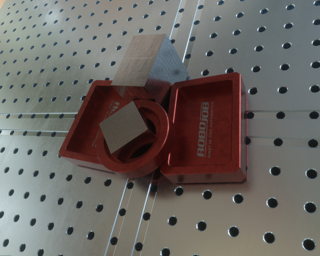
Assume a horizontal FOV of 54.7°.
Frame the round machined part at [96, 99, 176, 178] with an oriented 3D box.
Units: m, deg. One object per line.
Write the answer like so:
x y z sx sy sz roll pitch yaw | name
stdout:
-0.026 0.016 0.384 0.098 0.042 0.098 -13 56 21 | round machined part

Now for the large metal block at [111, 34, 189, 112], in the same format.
-0.010 -0.066 0.414 0.050 0.080 0.080 7 65 31 | large metal block

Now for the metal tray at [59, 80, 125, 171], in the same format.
-0.079 -0.007 0.446 0.090 0.030 0.130 7 65 31 | metal tray

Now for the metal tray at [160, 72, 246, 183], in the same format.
0.054 -0.001 0.372 0.090 0.030 0.130 -6 59 25 | metal tray

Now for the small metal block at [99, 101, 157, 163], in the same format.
-0.038 0.004 0.367 0.050 0.025 0.050 -34 51 6 | small metal block
